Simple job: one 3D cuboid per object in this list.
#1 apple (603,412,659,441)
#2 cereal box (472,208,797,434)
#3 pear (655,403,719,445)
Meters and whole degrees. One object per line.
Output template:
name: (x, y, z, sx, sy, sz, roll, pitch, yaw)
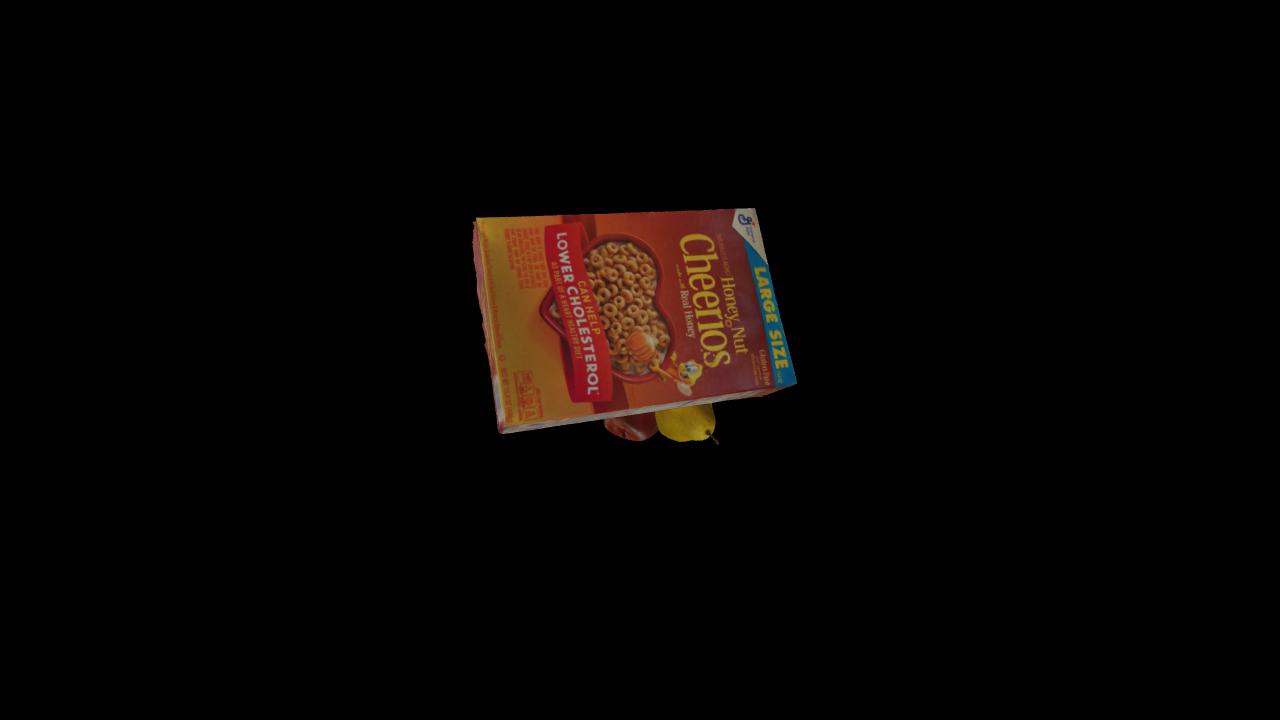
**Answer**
apple: (-0.005, 0.055, 0.750, 0.079, 0.093, 0.079, 18, -24, 9)
cereal box: (-0.004, -0.047, 0.633, 0.306, 0.203, 0.081, -6, -11, -19)
pear: (0.059, 0.063, 0.717, 0.080, 0.080, 0.111, 0, 11, -22)
